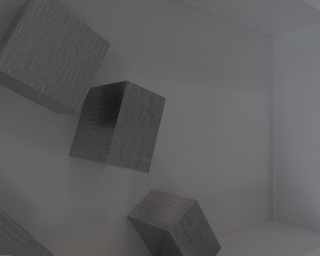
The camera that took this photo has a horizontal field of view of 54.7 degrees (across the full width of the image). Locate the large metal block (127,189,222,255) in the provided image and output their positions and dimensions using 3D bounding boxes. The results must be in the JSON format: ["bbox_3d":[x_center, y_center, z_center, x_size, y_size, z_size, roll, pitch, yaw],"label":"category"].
[{"bbox_3d":[0.017,0.129,0.385,0.050,0.080,0.080,-41,115,-32],"label":"large metal block"}]

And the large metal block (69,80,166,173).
[{"bbox_3d":[-0.047,0.000,0.331,0.050,0.080,0.080,21,77,-38],"label":"large metal block"}]

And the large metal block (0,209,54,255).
[{"bbox_3d":[-0.150,0.115,0.249,0.080,0.050,0.080,56,39,-26],"label":"large metal block"}]

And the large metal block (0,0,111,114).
[{"bbox_3d":[-0.107,-0.068,0.300,0.080,0.050,0.080,32,70,-35],"label":"large metal block"}]
